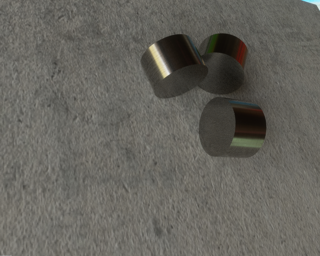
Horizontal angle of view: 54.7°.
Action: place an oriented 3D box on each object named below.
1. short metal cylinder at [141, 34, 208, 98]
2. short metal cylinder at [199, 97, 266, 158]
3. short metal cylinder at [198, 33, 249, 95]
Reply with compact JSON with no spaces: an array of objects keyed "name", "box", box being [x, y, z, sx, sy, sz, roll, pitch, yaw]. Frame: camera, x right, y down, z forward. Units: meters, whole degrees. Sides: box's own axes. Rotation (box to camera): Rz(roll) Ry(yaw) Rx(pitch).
[{"name":"short metal cylinder","box":[0.020,-0.084,0.432,0.081,0.080,0.050,-12,68,-33]},{"name":"short metal cylinder","box":[0.097,0.000,0.423,0.050,0.080,0.080,5,60,-26]},{"name":"short metal cylinder","box":[0.094,-0.098,0.481,0.080,0.080,0.050,30,52,-10]}]
